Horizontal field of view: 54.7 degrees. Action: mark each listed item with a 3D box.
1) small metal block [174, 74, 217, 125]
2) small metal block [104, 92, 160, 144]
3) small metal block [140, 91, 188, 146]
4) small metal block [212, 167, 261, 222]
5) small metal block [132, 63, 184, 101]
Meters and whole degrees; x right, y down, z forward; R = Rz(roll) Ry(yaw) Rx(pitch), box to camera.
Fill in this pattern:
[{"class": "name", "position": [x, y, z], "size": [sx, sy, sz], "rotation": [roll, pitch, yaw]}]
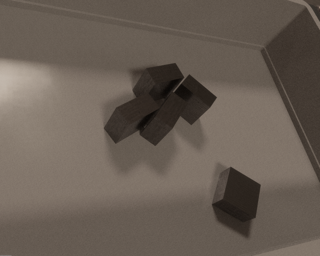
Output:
[{"class": "small metal block", "position": [0.043, -0.039, 0.439], "size": [0.050, 0.050, 0.025], "rotation": [40, 51, -2]}, {"class": "small metal block", "position": [-0.035, -0.012, 0.379], "size": [0.050, 0.050, 0.025], "rotation": [-32, 80, -38]}, {"class": "small metal block", "position": [0.005, -0.012, 0.401], "size": [0.025, 0.050, 0.050], "rotation": [36, 51, -5]}, {"class": "small metal block", "position": [0.102, 0.088, 0.409], "size": [0.050, 0.025, 0.050], "rotation": [31, 51, -9]}, {"class": "small metal block", "position": [-0.003, -0.061, 0.427], "size": [0.050, 0.050, 0.025], "rotation": [-18, 72, -35]}]
